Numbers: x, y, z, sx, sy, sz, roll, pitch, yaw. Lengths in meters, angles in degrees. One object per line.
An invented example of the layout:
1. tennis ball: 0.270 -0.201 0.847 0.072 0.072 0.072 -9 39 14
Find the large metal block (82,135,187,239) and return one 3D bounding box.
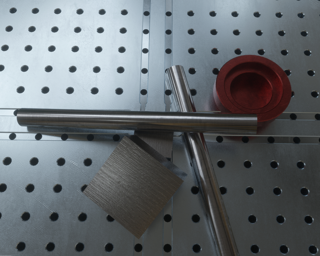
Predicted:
1. large metal block: -0.026 0.064 0.359 0.080 0.050 0.080 37 95 8

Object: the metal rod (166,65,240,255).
1. metal rod: 0.056 0.054 0.392 0.025 0.025 0.299 -12 71 -5

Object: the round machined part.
1. round machined part: 0.122 -0.047 0.421 0.099 0.042 0.098 0 70 -1

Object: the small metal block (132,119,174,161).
1. small metal block: -0.008 0.016 0.406 0.050 0.025 0.050 6 70 2

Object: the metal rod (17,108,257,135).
1. metal rod: -0.036 -0.009 0.389 0.301 0.025 0.025 2 70 10
